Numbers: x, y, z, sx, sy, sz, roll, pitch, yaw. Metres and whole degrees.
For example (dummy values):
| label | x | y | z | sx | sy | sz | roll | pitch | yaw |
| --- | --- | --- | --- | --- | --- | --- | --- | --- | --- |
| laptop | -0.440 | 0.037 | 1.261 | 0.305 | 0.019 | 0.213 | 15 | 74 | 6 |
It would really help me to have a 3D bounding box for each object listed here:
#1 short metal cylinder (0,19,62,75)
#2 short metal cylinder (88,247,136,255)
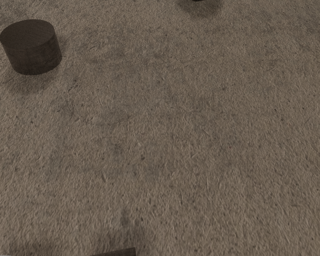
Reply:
| label | x | y | z | sx | sy | sz | roll | pitch | yaw |
| --- | --- | --- | --- | --- | --- | --- | --- | --- | --- |
| short metal cylinder | -0.203 | -0.129 | 0.493 | 0.081 | 0.050 | 0.080 | 0 | 50 | 0 |
| short metal cylinder | -0.039 | 0.142 | 0.248 | 0.050 | 0.080 | 0.080 | -8 | 51 | -7 |
